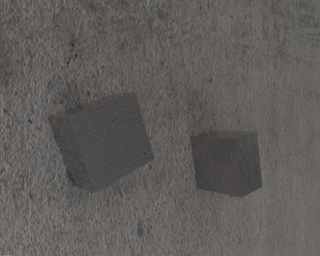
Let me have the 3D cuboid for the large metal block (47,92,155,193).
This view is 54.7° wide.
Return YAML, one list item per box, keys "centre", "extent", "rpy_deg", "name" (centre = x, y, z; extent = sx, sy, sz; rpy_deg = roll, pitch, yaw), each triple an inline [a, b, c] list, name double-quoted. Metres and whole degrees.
- centre: [-0.062, 0.012, 0.336]
  extent: [0.081, 0.050, 0.080]
  rpy_deg: [-26, 106, -37]
  name: "large metal block"

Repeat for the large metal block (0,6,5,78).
- centre: [-0.169, -0.060, 0.226]
  extent: [0.081, 0.080, 0.050]
  rpy_deg: [-4, 93, -40]
  name: "large metal block"

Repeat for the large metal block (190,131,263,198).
- centre: [0.095, 0.048, 0.448]
  extent: [0.050, 0.080, 0.079]
  rpy_deg: [-13, 99, -39]
  name: "large metal block"
